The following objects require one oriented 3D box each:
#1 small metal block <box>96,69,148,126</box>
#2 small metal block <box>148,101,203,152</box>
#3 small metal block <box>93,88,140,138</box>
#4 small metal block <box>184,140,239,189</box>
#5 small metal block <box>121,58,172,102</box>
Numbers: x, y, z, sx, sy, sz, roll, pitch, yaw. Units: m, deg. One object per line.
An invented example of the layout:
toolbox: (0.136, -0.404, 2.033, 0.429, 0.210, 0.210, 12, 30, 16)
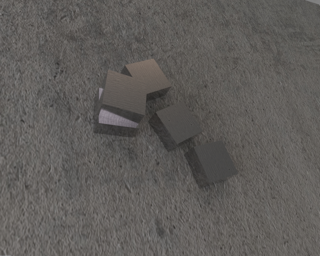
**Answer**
small metal block: (-0.044, -0.036, 0.370, 0.050, 0.025, 0.050, 15, 56, -20)
small metal block: (0.021, -0.003, 0.416, 0.050, 0.025, 0.050, -24, 75, -37)
small metal block: (-0.055, -0.018, 0.385, 0.050, 0.025, 0.050, 8, 58, -24)
small metal block: (0.068, 0.048, 0.411, 0.050, 0.025, 0.050, -10, 67, -32)
small metal block: (-0.020, -0.066, 0.433, 0.050, 0.025, 0.050, -22, 74, -36)
